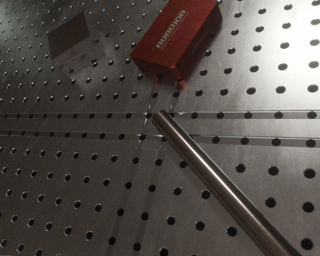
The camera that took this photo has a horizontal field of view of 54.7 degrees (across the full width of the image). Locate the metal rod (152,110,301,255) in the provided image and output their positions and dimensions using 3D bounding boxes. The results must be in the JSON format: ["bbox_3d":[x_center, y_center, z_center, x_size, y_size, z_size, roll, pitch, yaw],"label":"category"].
[{"bbox_3d":[0.076,0.075,0.321,0.025,0.025,0.300,-41,51,0],"label":"metal rod"}]

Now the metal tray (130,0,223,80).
[{"bbox_3d":[0.025,-0.142,0.478,0.090,0.030,0.130,23,74,36],"label":"metal tray"}]

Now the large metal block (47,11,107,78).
[{"bbox_3d":[-0.152,-0.151,0.562,0.080,0.050,0.080,-29,52,9],"label":"large metal block"}]
